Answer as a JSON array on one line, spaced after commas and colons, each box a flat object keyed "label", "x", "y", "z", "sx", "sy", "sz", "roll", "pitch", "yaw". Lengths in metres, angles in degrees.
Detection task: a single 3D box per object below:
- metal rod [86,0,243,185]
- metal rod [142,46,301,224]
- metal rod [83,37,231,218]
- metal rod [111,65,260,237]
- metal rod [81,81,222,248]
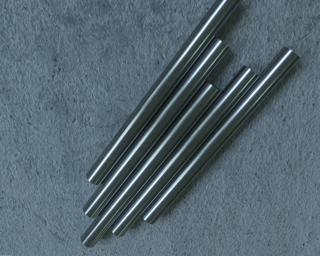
[{"label": "metal rod", "x": -0.004, "y": -0.041, "z": 0.396, "sx": 0.025, "sy": 0.025, "sz": 0.299, "roll": 35, "pitch": 106, "yaw": -12}, {"label": "metal rod", "x": 0.072, "y": 0.021, "z": 0.419, "sx": 0.025, "sy": 0.025, "sz": 0.299, "roll": 35, "pitch": 106, "yaw": -12}, {"label": "metal rod", "x": -0.013, "y": 0.010, "z": 0.415, "sx": 0.025, "sy": 0.025, "sz": 0.299, "roll": 35, "pitch": 106, "yaw": -12}, {"label": "metal rod", "x": 0.025, "y": 0.041, "z": 0.426, "sx": 0.025, "sy": 0.025, "sz": 0.299, "roll": 35, "pitch": 106, "yaw": -12}, {"label": "metal rod", "x": -0.021, "y": 0.060, "z": 0.433, "sx": 0.025, "sy": 0.025, "sz": 0.299, "roll": 35, "pitch": 106, "yaw": -12}]
